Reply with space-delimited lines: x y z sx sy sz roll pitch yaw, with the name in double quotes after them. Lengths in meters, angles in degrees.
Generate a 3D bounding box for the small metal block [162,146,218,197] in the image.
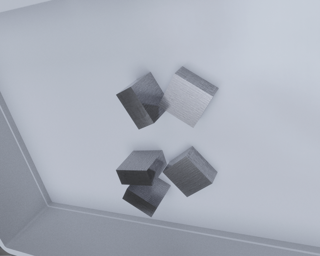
0.041 0.060 0.423 0.050 0.025 0.050 46 129 -5 "small metal block"

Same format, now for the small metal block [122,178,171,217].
-0.019 0.095 0.460 0.050 0.050 0.025 31 128 8 "small metal block"

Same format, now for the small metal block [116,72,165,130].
-0.019 -0.034 0.380 0.025 0.050 0.050 -22 107 36 "small metal block"

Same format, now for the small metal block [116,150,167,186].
-0.025 0.056 0.439 0.050 0.050 0.025 -3 117 29 "small metal block"

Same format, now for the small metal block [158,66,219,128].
0.033 -0.036 0.368 0.050 0.025 0.050 33 128 6 "small metal block"
